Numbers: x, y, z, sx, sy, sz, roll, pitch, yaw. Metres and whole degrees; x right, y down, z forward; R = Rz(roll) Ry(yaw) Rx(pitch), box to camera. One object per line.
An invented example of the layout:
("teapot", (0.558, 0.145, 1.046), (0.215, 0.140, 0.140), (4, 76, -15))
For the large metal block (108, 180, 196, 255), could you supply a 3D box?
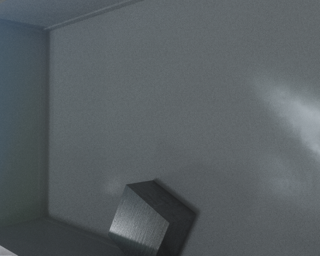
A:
("large metal block", (-0.013, 0.125, 0.397), (0.080, 0.050, 0.079), (33, 110, 37))
